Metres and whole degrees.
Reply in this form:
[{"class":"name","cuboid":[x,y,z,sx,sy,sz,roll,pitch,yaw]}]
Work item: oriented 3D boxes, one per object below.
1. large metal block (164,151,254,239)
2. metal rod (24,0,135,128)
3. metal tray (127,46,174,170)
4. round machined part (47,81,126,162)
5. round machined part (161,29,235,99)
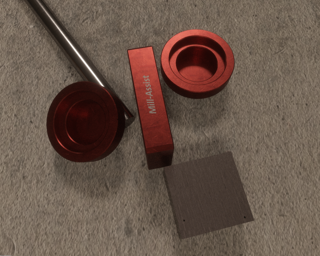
[{"class":"large metal block","cuboid":[0.053,0.080,0.366,0.081,0.050,0.080,-13,71,-5]},{"class":"metal rod","cuboid":[-0.133,-0.119,0.450,0.025,0.025,0.300,-35,74,-12]},{"class":"metal tray","cuboid":[-0.012,-0.022,0.381,0.030,0.090,0.129,-10,71,-4]},{"class":"round machined part","cuboid":[-0.088,-0.006,0.388,0.098,0.042,0.097,-2,85,18]},{"class":"round machined part","cuboid":[0.050,-0.084,0.431,0.099,0.042,0.098,0,70,-1]}]
